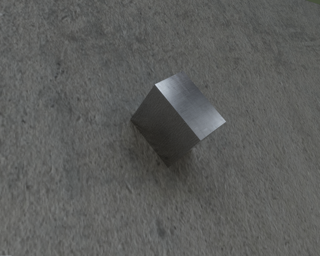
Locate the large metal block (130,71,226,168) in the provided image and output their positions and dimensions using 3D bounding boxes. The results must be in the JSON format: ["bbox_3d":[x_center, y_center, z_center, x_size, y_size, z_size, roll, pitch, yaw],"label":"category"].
[{"bbox_3d":[0.019,-0.009,0.384,0.050,0.080,0.080,-32,80,-38],"label":"large metal block"}]
